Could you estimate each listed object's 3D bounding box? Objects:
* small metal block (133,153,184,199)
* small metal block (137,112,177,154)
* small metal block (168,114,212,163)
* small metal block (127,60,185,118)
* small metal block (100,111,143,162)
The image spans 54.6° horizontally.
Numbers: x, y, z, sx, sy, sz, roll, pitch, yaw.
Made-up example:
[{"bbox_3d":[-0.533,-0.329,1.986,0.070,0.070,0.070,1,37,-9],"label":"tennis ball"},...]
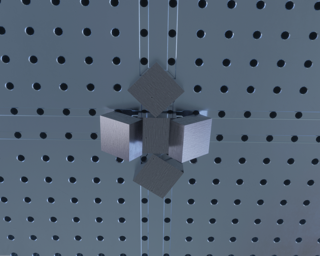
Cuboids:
[{"bbox_3d":[-0.002,0.063,0.436,0.050,0.025,0.050,33,107,-10],"label":"small metal block"},{"bbox_3d":[-0.004,0.006,0.415,0.050,0.025,0.050,1,109,-1],"label":"small metal block"},{"bbox_3d":[0.039,0.012,0.403,0.050,0.025,0.050,-14,116,-39],"label":"small metal block"},{"bbox_3d":[-0.005,-0.050,0.395,0.050,0.025,0.050,-42,104,13],"label":"small metal block"},{"bbox_3d":[-0.050,0.010,0.403,0.050,0.025,0.050,17,115,33],"label":"small metal block"}]
